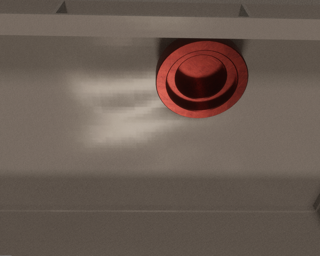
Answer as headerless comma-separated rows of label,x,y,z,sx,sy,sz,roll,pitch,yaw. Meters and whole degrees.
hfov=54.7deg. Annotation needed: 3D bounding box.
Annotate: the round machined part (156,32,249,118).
round machined part,0.045,-0.061,0.346,0.099,0.042,0.097,-1,130,0
